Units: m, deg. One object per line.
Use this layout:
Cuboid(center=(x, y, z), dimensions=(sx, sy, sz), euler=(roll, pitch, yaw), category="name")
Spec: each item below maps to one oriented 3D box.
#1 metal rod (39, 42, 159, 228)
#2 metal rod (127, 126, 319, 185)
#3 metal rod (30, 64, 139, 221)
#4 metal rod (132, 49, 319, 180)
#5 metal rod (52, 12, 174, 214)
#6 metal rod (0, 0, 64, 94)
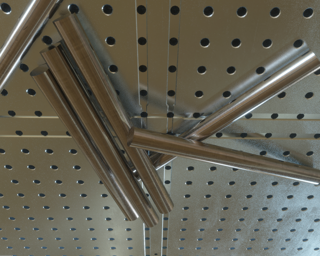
Cuboid(center=(-0.066, 0.030, 0.413), dimensions=(0.025, 0.025, 0.299), euler=(-16, 122, 13), category="metal rod")
Cuboid(center=(0.102, 0.042, 0.423), dimensions=(0.302, 0.025, 0.025), euler=(13, 129, -21), category="metal rod")
Cuboid(center=(-0.092, 0.042, 0.446), dimensions=(0.025, 0.025, 0.299), euler=(-14, 129, 11), category="metal rod")
Cuboid(center=(0.064, -0.001, 0.410), dimensions=(0.299, 0.025, 0.025), euler=(-35, 122, 26), category="metal rod")
Cuboid(center=(-0.044, 0.003, 0.392), dimensions=(0.025, 0.025, 0.299), euler=(-17, 122, 13), category="metal rod")
Cuboid(center=(-0.173, -0.072, 0.348), dimensions=(0.025, 0.025, 0.299), euler=(34, 122, -26), category="metal rod")
